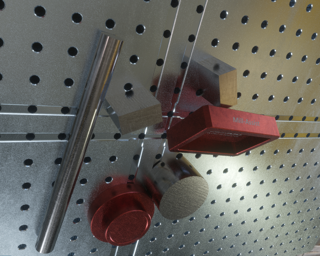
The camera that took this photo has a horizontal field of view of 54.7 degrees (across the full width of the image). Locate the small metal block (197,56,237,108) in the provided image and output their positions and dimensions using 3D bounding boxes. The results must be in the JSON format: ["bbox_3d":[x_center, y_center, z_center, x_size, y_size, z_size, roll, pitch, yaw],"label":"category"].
[{"bbox_3d":[0.074,-0.058,0.399,0.025,0.050,0.050,-22,127,-15],"label":"small metal block"}]

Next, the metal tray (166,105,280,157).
[{"bbox_3d":[0.086,0.009,0.427,0.131,0.030,0.090,7,154,-32],"label":"metal tray"}]

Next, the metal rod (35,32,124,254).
[{"bbox_3d":[-0.104,0.033,0.374,0.025,0.025,0.298,10,114,-33],"label":"metal rod"}]

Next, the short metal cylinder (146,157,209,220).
[{"bbox_3d":[0.025,0.090,0.464,0.081,0.050,0.079,-14,124,-21],"label":"short metal cylinder"}]

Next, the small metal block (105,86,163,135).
[{"bbox_3d":[-0.031,-0.022,0.364,0.050,0.050,0.025,-19,126,-17],"label":"small metal block"}]

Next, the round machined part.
[{"bbox_3d":[-0.052,0.133,0.454,0.099,0.042,0.097,-14,124,-21],"label":"round machined part"}]
